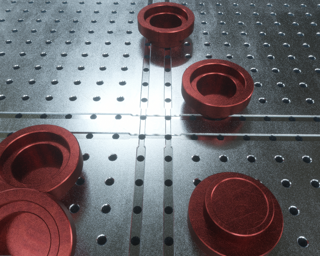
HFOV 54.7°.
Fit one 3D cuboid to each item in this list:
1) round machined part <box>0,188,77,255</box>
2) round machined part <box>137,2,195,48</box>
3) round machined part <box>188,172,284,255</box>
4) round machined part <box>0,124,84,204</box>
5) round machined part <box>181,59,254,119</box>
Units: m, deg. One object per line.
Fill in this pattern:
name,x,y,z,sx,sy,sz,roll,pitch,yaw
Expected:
round machined part,-0.128,0.107,0.290,0.099,0.042,0.098,1,74,-3
round machined part,0.010,-0.178,0.547,0.099,0.042,0.098,0,50,0
round machined part,0.079,0.087,0.324,0.099,0.042,0.098,0,50,0
round machined part,-0.138,0.046,0.356,0.099,0.042,0.098,0,49,0
round machined part,0.079,-0.051,0.441,0.099,0.042,0.098,0,50,0
